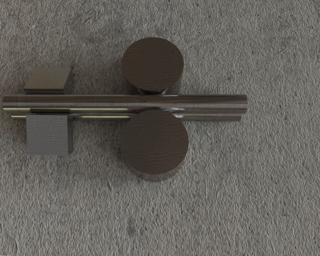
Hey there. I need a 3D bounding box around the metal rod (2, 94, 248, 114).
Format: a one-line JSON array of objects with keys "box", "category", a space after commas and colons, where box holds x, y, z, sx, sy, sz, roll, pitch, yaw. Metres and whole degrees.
[{"box": [-0.043, -0.031, 0.394, 0.302, 0.025, 0.025, 0, 70, 0], "category": "metal rod"}]

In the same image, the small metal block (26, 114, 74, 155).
[{"box": [-0.139, 0.007, 0.395, 0.050, 0.025, 0.050, 1, 97, -1], "category": "small metal block"}]

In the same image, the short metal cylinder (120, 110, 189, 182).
[{"box": [-0.006, 0.024, 0.387, 0.081, 0.050, 0.080, 0, 70, 0], "category": "short metal cylinder"}]

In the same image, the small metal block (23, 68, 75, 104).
[{"box": [-0.148, -0.058, 0.419, 0.050, 0.025, 0.050, 0, 43, 0], "category": "small metal block"}]

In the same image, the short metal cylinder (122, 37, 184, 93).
[{"box": [-0.009, -0.076, 0.423, 0.081, 0.050, 0.080, 0, 70, 0], "category": "short metal cylinder"}]

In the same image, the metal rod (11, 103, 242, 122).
[{"box": [-0.044, -0.022, 0.417, 0.302, 0.025, 0.025, 0, 70, 0], "category": "metal rod"}]
